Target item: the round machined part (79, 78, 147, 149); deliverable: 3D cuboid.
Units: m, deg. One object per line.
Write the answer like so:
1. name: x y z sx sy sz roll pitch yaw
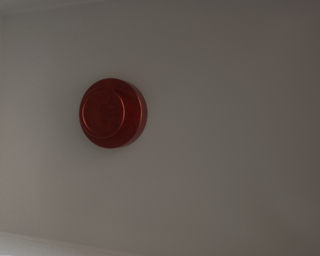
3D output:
1. round machined part: -0.071 -0.020 0.427 0.098 0.042 0.097 0 90 20
